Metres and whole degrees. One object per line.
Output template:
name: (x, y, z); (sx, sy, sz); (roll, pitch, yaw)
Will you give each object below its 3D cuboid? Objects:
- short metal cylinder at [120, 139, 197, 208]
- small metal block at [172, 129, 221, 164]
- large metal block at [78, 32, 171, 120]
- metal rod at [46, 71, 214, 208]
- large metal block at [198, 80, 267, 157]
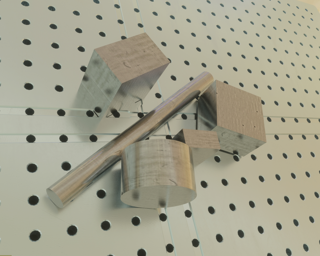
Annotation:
short metal cylinder: (-0.002, 0.052, 0.340); (0.081, 0.080, 0.050); (11, 57, -23)
small metal block: (0.041, 0.025, 0.401); (0.050, 0.050, 0.025); (5, 60, -26)
large metal block: (-0.046, -0.065, 0.390); (0.081, 0.080, 0.050); (-32, 80, -38)
metal rod: (-0.015, -0.005, 0.404); (0.025, 0.025, 0.302); (47, 51, 4)
large metal block: (0.103, -0.013, 0.455); (0.081, 0.050, 0.080); (18, 55, -18)
